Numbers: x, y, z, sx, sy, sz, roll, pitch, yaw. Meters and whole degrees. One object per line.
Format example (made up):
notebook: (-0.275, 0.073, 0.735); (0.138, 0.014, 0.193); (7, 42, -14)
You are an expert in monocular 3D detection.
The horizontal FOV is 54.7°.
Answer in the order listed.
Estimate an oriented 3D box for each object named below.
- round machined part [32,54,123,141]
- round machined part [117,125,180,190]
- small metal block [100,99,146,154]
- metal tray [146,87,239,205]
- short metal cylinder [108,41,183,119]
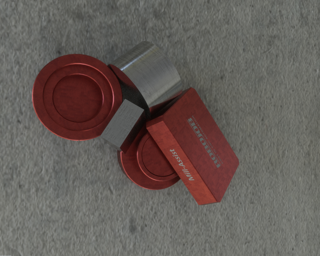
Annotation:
round machined part: (-0.097, -0.034, 0.366); (0.099, 0.042, 0.097); (0, 90, -21)
round machined part: (-0.002, 0.032, 0.401); (0.099, 0.042, 0.097); (0, 90, -21)
small metal block: (-0.041, 0.000, 0.364); (0.025, 0.050, 0.050); (31, 79, 7)
metal tray: (0.048, 0.022, 0.403); (0.130, 0.030, 0.090); (56, 42, -12)
short metal cylinder: (-0.019, -0.057, 0.376); (0.050, 0.080, 0.080); (-40, 103, -16)
